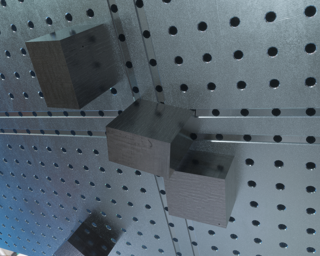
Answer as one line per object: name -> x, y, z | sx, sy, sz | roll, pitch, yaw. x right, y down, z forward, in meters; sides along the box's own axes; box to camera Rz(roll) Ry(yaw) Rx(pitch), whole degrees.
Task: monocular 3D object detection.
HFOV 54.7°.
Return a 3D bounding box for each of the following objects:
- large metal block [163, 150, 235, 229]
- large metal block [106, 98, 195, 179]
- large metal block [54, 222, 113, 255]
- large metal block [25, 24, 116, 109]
large metal block -> 0.054, 0.078, 0.414 | 0.080, 0.050, 0.079 | 6, 121, 24
large metal block -> -0.009, 0.009, 0.385 | 0.080, 0.080, 0.050 | 14, 124, 20
large metal block -> -0.156, 0.250, 0.629 | 0.080, 0.050, 0.080 | 42, 129, -2
large metal block -> -0.104, -0.077, 0.381 | 0.050, 0.080, 0.079 | 5, 121, 25
